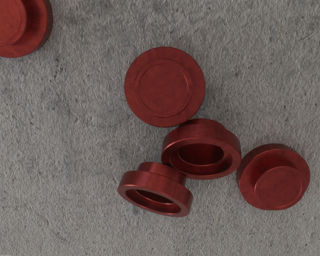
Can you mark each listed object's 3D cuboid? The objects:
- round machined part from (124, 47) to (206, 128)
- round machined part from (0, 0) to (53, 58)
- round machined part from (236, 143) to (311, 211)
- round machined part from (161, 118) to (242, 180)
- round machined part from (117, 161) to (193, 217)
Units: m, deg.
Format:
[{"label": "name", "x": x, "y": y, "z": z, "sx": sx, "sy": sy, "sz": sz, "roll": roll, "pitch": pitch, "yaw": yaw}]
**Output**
[{"label": "round machined part", "x": 0.006, "y": -0.048, "z": 0.373, "sx": 0.099, "sy": 0.042, "sz": 0.097, "roll": 1, "pitch": 99, "yaw": 4}, {"label": "round machined part", "x": -0.178, "y": -0.129, "z": 0.352, "sx": 0.099, "sy": 0.042, "sz": 0.097, "roll": 0, "pitch": 110, "yaw": 0}, {"label": "round machined part", "x": 0.160, "y": 0.074, "z": 0.429, "sx": 0.099, "sy": 0.042, "sz": 0.097, "roll": 0, "pitch": 110, "yaw": 0}, {"label": "round machined part", "x": 0.052, "y": 0.024, "z": 0.395, "sx": 0.099, "sy": 0.042, "sz": 0.097, "roll": 4, "pitch": 142, "yaw": 3}, {"label": "round machined part", "x": -0.003, "y": 0.079, "z": 0.412, "sx": 0.098, "sy": 0.042, "sz": 0.098, "roll": 15, "pitch": 150, "yaw": 9}]
